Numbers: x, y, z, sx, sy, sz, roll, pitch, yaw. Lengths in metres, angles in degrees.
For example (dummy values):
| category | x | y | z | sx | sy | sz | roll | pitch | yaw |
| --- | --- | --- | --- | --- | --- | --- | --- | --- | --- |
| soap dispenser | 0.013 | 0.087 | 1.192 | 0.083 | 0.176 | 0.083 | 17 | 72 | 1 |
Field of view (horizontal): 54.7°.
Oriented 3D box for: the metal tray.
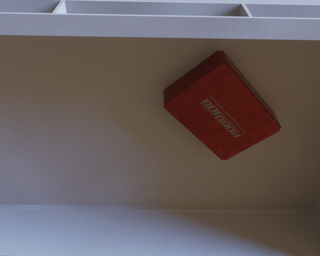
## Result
| category | x | y | z | sx | sy | sz | roll | pitch | yaw |
| --- | --- | --- | --- | --- | --- | --- | --- | --- | --- |
| metal tray | 0.078 | -0.022 | 0.389 | 0.090 | 0.030 | 0.130 | -34 | 123 | 25 |
